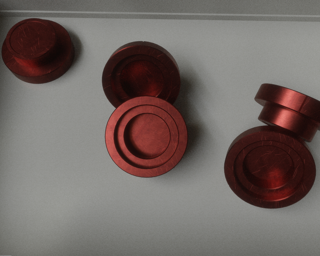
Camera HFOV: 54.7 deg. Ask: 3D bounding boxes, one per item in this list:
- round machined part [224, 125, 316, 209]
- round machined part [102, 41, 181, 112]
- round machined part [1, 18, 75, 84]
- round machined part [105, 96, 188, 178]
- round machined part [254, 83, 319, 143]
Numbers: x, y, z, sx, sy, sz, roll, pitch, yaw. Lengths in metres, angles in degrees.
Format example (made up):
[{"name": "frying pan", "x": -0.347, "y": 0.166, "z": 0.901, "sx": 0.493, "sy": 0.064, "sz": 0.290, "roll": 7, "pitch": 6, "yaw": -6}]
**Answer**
[{"name": "round machined part", "x": 0.128, "y": 0.043, "z": 0.369, "sx": 0.098, "sy": 0.042, "sz": 0.097, "roll": 6, "pitch": 110, "yaw": 16}, {"name": "round machined part", "x": -0.023, "y": -0.065, "z": 0.405, "sx": 0.099, "sy": 0.097, "sz": 0.042, "roll": 3, "pitch": 30, "yaw": 0}, {"name": "round machined part", "x": -0.176, "y": -0.116, "z": 0.441, "sx": 0.099, "sy": 0.042, "sz": 0.098, "roll": 0, "pitch": 70, "yaw": -1}, {"name": "round machined part", "x": -0.015, "y": 0.009, "z": 0.385, "sx": 0.099, "sy": 0.042, "sz": 0.097, "roll": 0, "pitch": 93, "yaw": 2}, {"name": "round machined part", "x": 0.162, "y": -0.015, "z": 0.383, "sx": 0.098, "sy": 0.098, "sz": 0.042, "roll": 26, "pitch": 95, "yaw": 9}]
